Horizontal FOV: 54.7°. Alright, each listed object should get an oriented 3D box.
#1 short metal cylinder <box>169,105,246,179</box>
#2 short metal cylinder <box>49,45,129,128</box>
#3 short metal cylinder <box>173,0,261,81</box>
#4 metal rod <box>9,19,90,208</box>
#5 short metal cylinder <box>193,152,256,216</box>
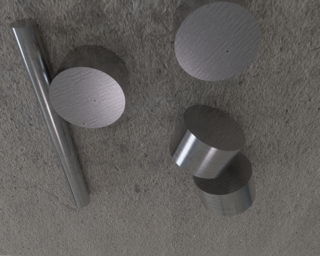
[{"bbox_3d":[0.058,0.016,0.385,0.081,0.080,0.050,14,129,-12],"label":"short metal cylinder"},{"bbox_3d":[-0.078,-0.046,0.351,0.081,0.050,0.079,0,130,0],"label":"short metal cylinder"},{"bbox_3d":[0.054,-0.094,0.311,0.081,0.050,0.079,0,130,0],"label":"short metal cylinder"},{"bbox_3d":[-0.133,0.007,0.411,0.025,0.025,0.298,-2,130,1],"label":"metal rod"},{"bbox_3d":[0.091,0.076,0.437,0.080,0.080,0.050,-13,129,10],"label":"short metal cylinder"}]
